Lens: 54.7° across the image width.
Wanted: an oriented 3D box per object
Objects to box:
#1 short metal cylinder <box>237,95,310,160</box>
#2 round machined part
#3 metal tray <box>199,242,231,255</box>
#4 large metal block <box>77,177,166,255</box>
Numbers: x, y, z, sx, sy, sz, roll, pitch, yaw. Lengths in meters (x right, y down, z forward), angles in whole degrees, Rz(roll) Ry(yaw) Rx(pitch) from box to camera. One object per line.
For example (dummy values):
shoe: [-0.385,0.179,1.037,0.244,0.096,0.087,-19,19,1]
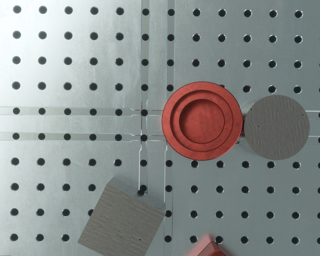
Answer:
short metal cylinder: [0.142,-0.001,0.402,0.081,0.050,0.080,0,90,-1]
round machined part: [0.054,-0.008,0.399,0.098,0.042,0.097,0,88,11]
metal tray: [0.062,0.231,0.411,0.090,0.030,0.130,43,90,0]
large metal block: [-0.046,0.121,0.400,0.080,0.050,0.080,27,90,0]
